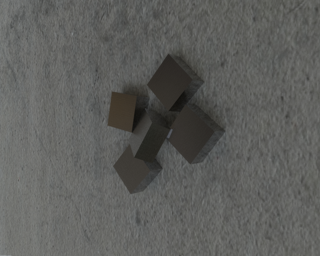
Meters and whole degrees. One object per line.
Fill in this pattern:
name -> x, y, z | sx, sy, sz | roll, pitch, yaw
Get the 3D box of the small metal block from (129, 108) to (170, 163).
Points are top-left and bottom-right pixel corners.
small metal block -> -0.015, 0.009, 0.398 | 0.050, 0.025, 0.050 | -62, 23, 16

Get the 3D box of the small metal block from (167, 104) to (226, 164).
small metal block -> 0.041, 0.007, 0.370 | 0.050, 0.025, 0.050 | 47, 118, 29

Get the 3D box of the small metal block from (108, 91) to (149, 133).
small metal block -> -0.045, -0.023, 0.440 | 0.050, 0.025, 0.050 | 15, 99, 39

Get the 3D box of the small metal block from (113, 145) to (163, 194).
small metal block -> -0.032, 0.055, 0.429 | 0.050, 0.025, 0.050 | -52, 60, 27

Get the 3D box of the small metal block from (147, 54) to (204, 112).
small metal block -> 0.018, -0.056, 0.388 | 0.050, 0.025, 0.050 | -52, 60, 27
